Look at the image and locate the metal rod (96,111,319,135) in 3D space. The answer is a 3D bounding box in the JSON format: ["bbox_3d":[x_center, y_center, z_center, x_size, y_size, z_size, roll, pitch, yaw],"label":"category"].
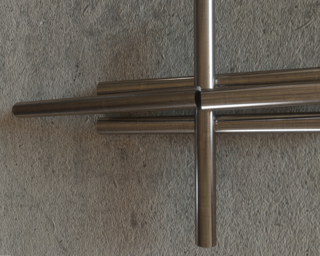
[{"bbox_3d":[0.059,-0.005,0.388,0.301,0.025,0.025,-1,90,19],"label":"metal rod"}]

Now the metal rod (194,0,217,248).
[{"bbox_3d":[0.053,-0.013,0.364,0.025,0.025,0.298,0,90,19],"label":"metal rod"}]

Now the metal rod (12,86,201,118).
[{"bbox_3d":[-0.089,-0.031,0.413,0.300,0.025,0.025,-1,90,29],"label":"metal rod"}]

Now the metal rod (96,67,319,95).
[{"bbox_3d":[0.059,-0.054,0.388,0.301,0.025,0.025,-1,90,19],"label":"metal rod"}]

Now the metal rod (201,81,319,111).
[{"bbox_3d":[0.194,-0.038,0.316,0.301,0.025,0.025,-3,89,9],"label":"metal rod"}]
